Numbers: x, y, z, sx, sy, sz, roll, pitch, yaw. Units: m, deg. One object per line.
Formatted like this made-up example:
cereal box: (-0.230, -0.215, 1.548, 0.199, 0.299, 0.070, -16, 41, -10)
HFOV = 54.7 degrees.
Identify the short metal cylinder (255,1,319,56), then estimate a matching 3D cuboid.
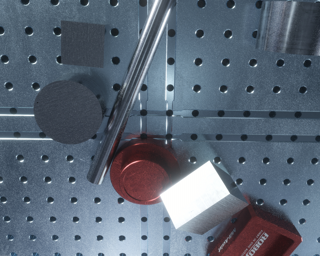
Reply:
short metal cylinder: (0.151, -0.111, 0.344, 0.081, 0.080, 0.050, 3, 110, -1)

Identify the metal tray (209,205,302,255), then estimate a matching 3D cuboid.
metal tray: (0.143, 0.192, 0.482, 0.090, 0.030, 0.129, 27, 108, -10)

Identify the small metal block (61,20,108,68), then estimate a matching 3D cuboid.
small metal block: (-0.091, -0.102, 0.375, 0.050, 0.025, 0.050, 5, 110, -2)

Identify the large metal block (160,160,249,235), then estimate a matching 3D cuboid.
large metal block: (0.061, 0.097, 0.416, 0.080, 0.050, 0.080, -38, 144, 13)

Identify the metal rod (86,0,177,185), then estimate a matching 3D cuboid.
metal rod: (-0.035, -0.057, 0.391, 0.025, 0.025, 0.298, 21, 109, -8)

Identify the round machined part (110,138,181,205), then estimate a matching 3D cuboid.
round machined part: (-0.020, 0.066, 0.428, 0.099, 0.042, 0.097, 0, 110, 0)

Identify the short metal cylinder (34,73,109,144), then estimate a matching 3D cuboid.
short metal cylinder: (-0.109, -0.026, 0.389, 0.081, 0.050, 0.079, 0, 110, 0)
